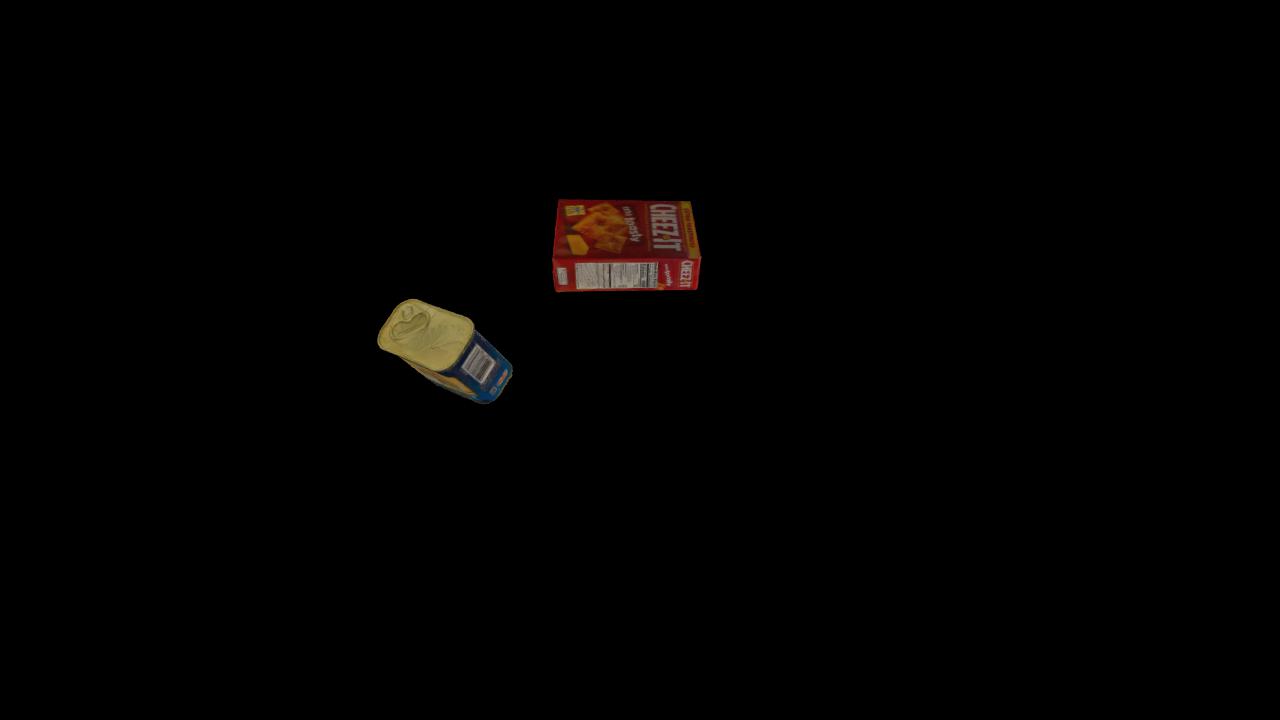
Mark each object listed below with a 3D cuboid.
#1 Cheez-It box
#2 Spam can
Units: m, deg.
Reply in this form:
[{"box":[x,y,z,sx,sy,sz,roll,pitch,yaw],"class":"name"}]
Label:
[{"box":[-0.022,-0.184,0.974,0.223,0.166,0.071,0,-44,-3],"class":"Cheez-It box"},{"box":[-0.185,-0.005,0.595,0.101,0.058,0.085,19,-20,27],"class":"Spam can"}]
